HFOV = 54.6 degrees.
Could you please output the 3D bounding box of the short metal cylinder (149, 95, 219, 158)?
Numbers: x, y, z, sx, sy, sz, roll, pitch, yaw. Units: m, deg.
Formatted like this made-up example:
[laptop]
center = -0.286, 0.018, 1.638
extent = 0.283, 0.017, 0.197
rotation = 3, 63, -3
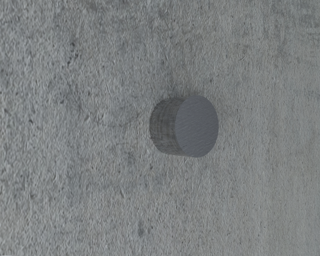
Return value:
[short metal cylinder]
center = 0.033, -0.002, 0.415
extent = 0.081, 0.050, 0.080
rotation = 0, 90, -40
